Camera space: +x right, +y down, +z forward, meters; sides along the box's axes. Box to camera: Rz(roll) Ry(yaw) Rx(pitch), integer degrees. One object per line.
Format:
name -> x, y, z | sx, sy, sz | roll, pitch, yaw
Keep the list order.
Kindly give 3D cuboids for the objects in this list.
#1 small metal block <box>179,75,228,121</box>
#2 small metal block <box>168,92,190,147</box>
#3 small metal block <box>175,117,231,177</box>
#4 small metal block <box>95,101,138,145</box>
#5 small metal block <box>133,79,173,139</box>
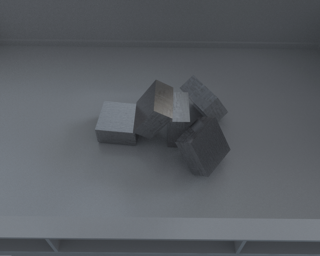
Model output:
small metal block -> 0.059, -0.037, 0.415 | 0.025, 0.050, 0.050 | -44, 57, 7
small metal block -> 0.023, -0.010, 0.396 | 0.025, 0.050, 0.050 | 1, 50, 0
small metal block -> 0.052, 0.021, 0.366 | 0.025, 0.050, 0.050 | 2, 38, 50
small metal block -> -0.053, -0.007, 0.407 | 0.050, 0.025, 0.050 | 5, 50, 4
small metal block -> -0.008, -0.022, 0.382 | 0.025, 0.050, 0.050 | 22, 49, -23
